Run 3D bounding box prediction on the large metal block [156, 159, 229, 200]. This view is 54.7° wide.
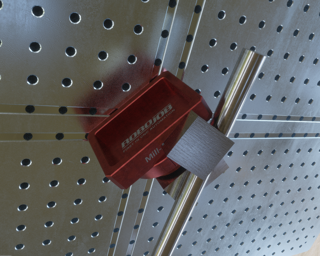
[{"bbox_3d":[0.030,0.043,0.417,0.080,0.080,0.050,-40,130,-1],"label":"large metal block"}]

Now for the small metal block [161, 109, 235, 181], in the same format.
[{"bbox_3d":[0.038,0.018,0.318,0.050,0.025,0.050,35,97,-20],"label":"small metal block"}]

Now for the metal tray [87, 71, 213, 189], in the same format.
[{"bbox_3d":[-0.016,-0.002,0.360,0.130,0.090,0.030,-40,130,-2],"label":"metal tray"}]

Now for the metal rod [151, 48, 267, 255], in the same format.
[{"bbox_3d":[0.047,0.053,0.367,0.025,0.025,0.298,7,115,-32],"label":"metal rod"}]

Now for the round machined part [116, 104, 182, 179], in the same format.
[{"bbox_3d":[-0.002,0.020,0.382,0.098,0.098,0.042,-41,130,-1],"label":"round machined part"}]
